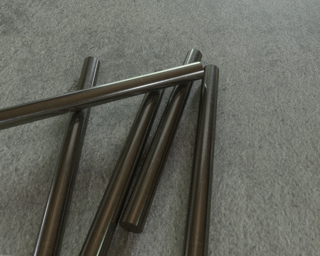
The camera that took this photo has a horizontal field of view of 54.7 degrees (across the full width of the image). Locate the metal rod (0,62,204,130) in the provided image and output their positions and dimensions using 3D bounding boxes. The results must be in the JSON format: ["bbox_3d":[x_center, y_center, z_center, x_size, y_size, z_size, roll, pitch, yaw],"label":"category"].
[{"bbox_3d":[-0.085,-0.041,0.402,0.302,0.025,0.025,-16,52,-14],"label":"metal rod"}]

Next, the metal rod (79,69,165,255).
[{"bbox_3d":[-0.035,0.032,0.375,0.025,0.025,0.300,11,51,9],"label":"metal rod"}]

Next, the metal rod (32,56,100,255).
[{"bbox_3d":[-0.108,0.012,0.391,0.025,0.025,0.300,1,50,0],"label":"metal rod"}]

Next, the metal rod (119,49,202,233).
[{"bbox_3d":[0.013,-0.008,0.409,0.025,0.025,0.300,13,51,10],"label":"metal rod"}]

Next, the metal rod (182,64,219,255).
[{"bbox_3d":[0.055,0.025,0.382,0.025,0.025,0.300,7,50,6],"label":"metal rod"}]
